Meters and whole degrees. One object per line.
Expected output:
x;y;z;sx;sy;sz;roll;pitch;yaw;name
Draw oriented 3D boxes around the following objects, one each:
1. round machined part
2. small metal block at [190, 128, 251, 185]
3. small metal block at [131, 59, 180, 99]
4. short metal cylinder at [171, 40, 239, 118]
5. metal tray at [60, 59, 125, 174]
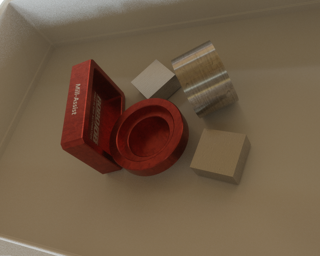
-0.010;0.015;0.386;0.098;0.042;0.098;-13;56;20;round machined part
0.068;0.031;0.348;0.050;0.025;0.050;9;66;33;small metal block
-0.006;-0.064;0.444;0.050;0.025;0.050;-42;50;-1;small metal block
0.054;-0.058;0.375;0.050;0.080;0.080;-26;53;12;short metal cylinder
-0.083;-0.015;0.413;0.030;0.090;0.130;-16;55;20;metal tray
